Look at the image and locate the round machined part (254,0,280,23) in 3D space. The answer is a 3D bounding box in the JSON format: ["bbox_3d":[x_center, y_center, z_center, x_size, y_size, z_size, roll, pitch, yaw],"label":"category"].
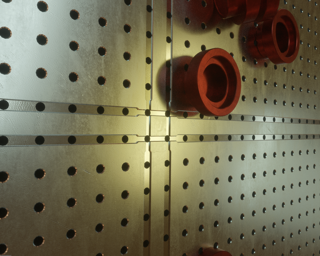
[{"bbox_3d":[0.147,-0.218,0.495,0.042,0.098,0.098,-16,103,-4],"label":"round machined part"}]

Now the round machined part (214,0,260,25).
[{"bbox_3d":[0.109,-0.203,0.463,0.042,0.098,0.098,-16,103,-2],"label":"round machined part"}]

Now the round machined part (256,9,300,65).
[{"bbox_3d":[0.216,-0.166,0.577,0.099,0.042,0.097,0,90,-40],"label":"round machined part"}]

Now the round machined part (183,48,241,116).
[{"bbox_3d":[0.073,-0.065,0.458,0.099,0.042,0.097,0,90,-40],"label":"round machined part"}]

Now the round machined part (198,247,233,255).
[{"bbox_3d":[0.089,0.238,0.472,0.099,0.042,0.097,0,90,-40],"label":"round machined part"}]
